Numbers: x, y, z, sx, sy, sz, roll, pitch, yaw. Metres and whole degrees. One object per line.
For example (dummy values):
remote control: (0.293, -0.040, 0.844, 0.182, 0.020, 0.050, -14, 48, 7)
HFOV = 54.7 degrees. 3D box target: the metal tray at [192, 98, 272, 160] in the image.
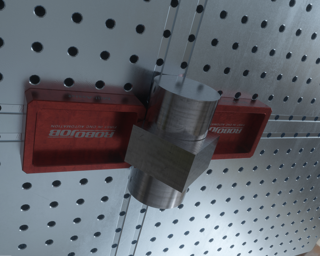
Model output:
metal tray: (0.096, 0.002, 0.461, 0.131, 0.030, 0.089, 1, 118, -29)

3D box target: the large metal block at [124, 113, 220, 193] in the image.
large metal block: (0.017, 0.024, 0.381, 0.080, 0.080, 0.050, -26, 137, -57)

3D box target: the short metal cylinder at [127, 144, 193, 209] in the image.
short metal cylinder: (0.001, 0.062, 0.414, 0.081, 0.080, 0.050, 2, 118, -29)

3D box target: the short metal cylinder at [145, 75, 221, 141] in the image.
short metal cylinder: (0.026, -0.026, 0.373, 0.081, 0.080, 0.050, 1, 118, -29)

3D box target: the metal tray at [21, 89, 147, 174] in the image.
metal tray: (-0.089, 0.005, 0.362, 0.131, 0.030, 0.089, 1, 118, -29)
